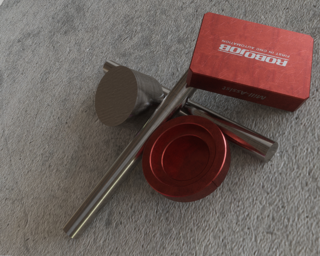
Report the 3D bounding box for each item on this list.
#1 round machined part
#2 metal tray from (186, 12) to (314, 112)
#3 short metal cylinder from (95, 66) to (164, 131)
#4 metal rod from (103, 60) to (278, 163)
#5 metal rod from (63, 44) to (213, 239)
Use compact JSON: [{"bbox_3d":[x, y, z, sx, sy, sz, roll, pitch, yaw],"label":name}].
[{"bbox_3d":[0.033,0.037,0.354,0.098,0.042,0.098,-13,56,21],"label":"round machined part"},{"bbox_3d":[0.104,-0.078,0.359,0.131,0.030,0.090,15,66,4],"label":"metal tray"},{"bbox_3d":[-0.042,-0.038,0.418,0.080,0.050,0.080,-8,77,39],"label":"short metal cylinder"},{"bbox_3d":[0.017,-0.037,0.420,0.300,0.025,0.025,32,80,38],"label":"metal rod"},{"bbox_3d":[-0.017,0.012,0.385,0.300,0.025,0.025,-52,52,0],"label":"metal rod"}]
